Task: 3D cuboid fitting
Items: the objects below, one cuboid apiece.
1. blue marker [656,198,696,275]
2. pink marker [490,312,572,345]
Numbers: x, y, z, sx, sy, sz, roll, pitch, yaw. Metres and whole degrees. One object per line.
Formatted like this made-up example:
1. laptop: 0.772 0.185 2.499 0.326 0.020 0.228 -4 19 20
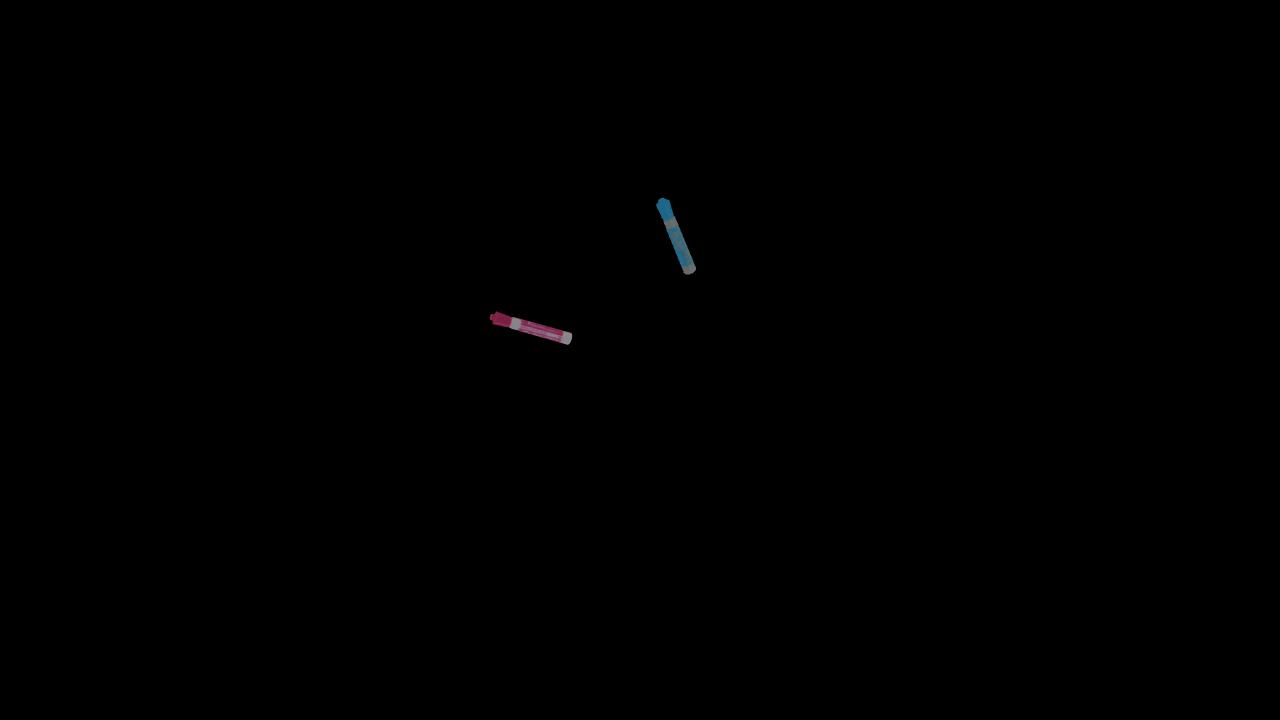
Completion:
1. blue marker: 0.050 -0.170 0.848 0.020 0.020 0.121 0 -43 30
2. pink marker: -0.156 -0.046 0.885 0.121 0.020 0.020 15 -7 -25
